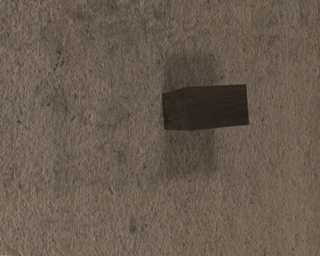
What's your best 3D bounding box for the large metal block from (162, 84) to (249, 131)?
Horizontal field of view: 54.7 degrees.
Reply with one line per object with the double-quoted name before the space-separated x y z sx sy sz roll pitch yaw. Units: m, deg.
"large metal block" 0.056 -0.025 0.402 0.081 0.080 0.050 -5 92 -20
